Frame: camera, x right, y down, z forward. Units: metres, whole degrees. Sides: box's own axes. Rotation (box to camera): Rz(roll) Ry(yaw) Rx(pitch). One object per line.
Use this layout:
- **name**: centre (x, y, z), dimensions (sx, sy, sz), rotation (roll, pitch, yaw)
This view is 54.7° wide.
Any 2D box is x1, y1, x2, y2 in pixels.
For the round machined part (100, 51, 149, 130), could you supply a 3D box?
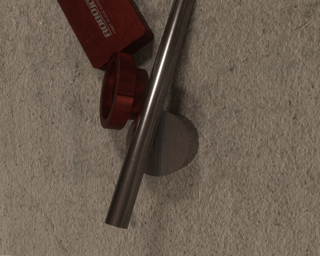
- **round machined part**: centre (-0.045, -0.045, 0.396), dimensions (0.042, 0.098, 0.097), rotation (8, 93, -22)

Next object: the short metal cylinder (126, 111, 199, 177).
- **short metal cylinder**: centre (0.004, 0.018, 0.393), dimensions (0.080, 0.050, 0.079), rotation (0, 90, 19)

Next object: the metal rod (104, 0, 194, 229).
- **metal rod**: centre (-0.006, -0.037, 0.361), dimensions (0.025, 0.025, 0.299), rotation (11, 75, 19)

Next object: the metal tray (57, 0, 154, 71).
- **metal tray**: centre (-0.078, -0.157, 0.433), dimensions (0.090, 0.030, 0.130), rotation (-32, 80, 16)
